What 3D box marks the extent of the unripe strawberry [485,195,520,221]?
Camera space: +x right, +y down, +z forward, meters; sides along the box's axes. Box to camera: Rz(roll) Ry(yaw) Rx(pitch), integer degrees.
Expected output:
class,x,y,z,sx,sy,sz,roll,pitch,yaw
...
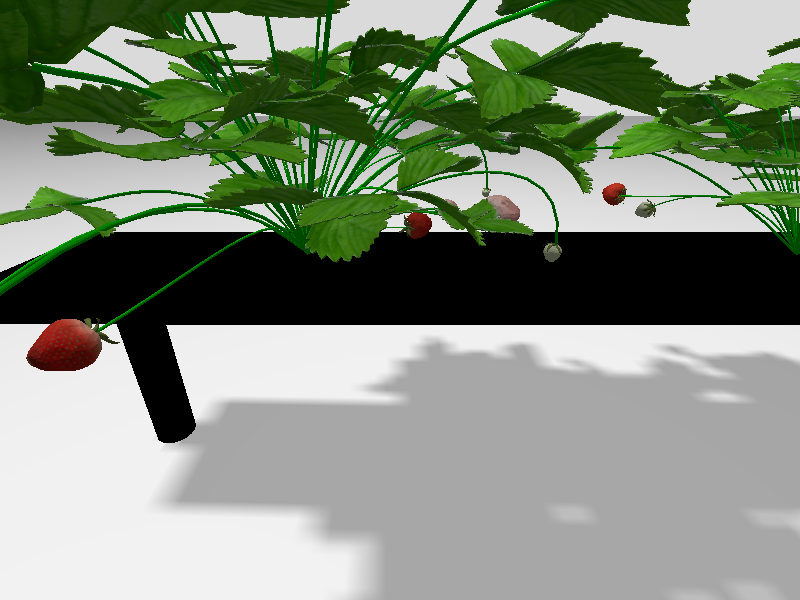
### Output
class,x,y,z,sx,sy,sz,roll,pitch,yaw
unripe strawberry,0.108,-0.092,0.426,0.038,0.038,0.042,-9,28,-19

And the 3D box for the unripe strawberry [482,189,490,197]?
class,x,y,z,sx,sy,sz,roll,pitch,yaw
unripe strawberry,0.109,-0.136,0.510,0.010,0.010,0.011,-21,33,-36

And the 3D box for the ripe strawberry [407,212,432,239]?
class,x,y,z,sx,sy,sz,roll,pitch,yaw
ripe strawberry,0.020,-0.076,0.404,0.026,0.028,0.024,-10,28,-21

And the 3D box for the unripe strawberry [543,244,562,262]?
class,x,y,z,sx,sy,sz,roll,pitch,yaw
unripe strawberry,0.127,-0.039,0.335,0.015,0.015,0.014,4,27,8

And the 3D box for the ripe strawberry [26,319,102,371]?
class,x,y,z,sx,sy,sz,roll,pitch,yaw
ripe strawberry,-0.172,0.024,0.205,0.029,0.025,0.029,12,30,23

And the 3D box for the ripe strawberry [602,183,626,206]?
class,x,y,z,sx,sy,sz,roll,pitch,yaw
ripe strawberry,0.289,-0.144,0.544,0.028,0.030,0.030,-10,27,-18

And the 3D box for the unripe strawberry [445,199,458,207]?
class,x,y,z,sx,sy,sz,roll,pitch,yaw
unripe strawberry,0.060,-0.112,0.485,0.020,0.020,0.023,-22,34,-38

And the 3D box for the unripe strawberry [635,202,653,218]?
class,x,y,z,sx,sy,sz,roll,pitch,yaw
unripe strawberry,0.294,-0.108,0.483,0.018,0.019,0.020,-14,0,-26
